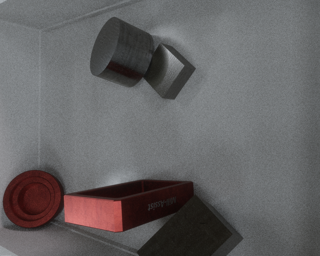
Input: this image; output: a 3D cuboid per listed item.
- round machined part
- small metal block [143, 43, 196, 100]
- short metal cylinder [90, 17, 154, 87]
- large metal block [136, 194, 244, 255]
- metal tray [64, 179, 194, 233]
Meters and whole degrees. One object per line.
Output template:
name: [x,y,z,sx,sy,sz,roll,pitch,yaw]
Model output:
round machined part: [-0.220,0.126,0.552,0.099,0.042,0.098,1,74,-2]
small metal block: [0.010,-0.072,0.397,0.050,0.025,0.050,50,119,28]
short metal cylinder: [-0.053,-0.100,0.416,0.080,0.050,0.080,-27,55,47]
large metal block: [0.035,0.122,0.322,0.080,0.080,0.050,-45,60,0]
metal tray: [-0.032,0.085,0.363,0.090,0.131,0.030,-6,87,39]
